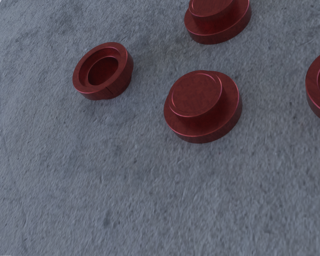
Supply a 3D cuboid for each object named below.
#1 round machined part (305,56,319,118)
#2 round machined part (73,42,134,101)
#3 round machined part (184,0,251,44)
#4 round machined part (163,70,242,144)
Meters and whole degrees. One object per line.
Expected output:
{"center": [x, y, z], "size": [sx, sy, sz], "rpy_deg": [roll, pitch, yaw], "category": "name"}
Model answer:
{"center": [0.201, -0.038, 0.311], "size": [0.098, 0.042, 0.098], "rpy_deg": [-13, 56, 20], "category": "round machined part"}
{"center": [-0.084, -0.084, 0.487], "size": [0.098, 0.042, 0.098], "rpy_deg": [-13, 56, 20], "category": "round machined part"}
{"center": [0.081, -0.175, 0.457], "size": [0.098, 0.042, 0.098], "rpy_deg": [-13, 56, 20], "category": "round machined part"}
{"center": [0.049, -0.033, 0.387], "size": [0.098, 0.042, 0.098], "rpy_deg": [-13, 56, 20], "category": "round machined part"}
